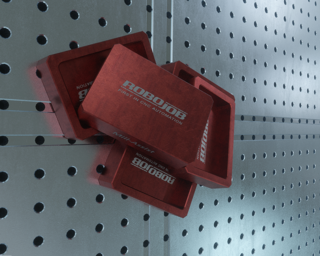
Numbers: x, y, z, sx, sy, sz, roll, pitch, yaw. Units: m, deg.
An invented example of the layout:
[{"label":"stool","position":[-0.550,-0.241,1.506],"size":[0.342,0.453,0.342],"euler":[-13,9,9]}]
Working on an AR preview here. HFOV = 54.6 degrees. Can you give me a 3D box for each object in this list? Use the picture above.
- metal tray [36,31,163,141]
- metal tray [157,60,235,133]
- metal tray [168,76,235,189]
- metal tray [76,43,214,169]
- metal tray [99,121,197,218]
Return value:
[{"label":"metal tray","position":[-0.059,-0.051,0.355],"size":[0.131,0.030,0.090],"euler":[-28,107,-36]},{"label":"metal tray","position":[0.050,-0.027,0.445],"size":[0.131,0.030,0.090],"euler":[24,75,-36]},{"label":"metal tray","position":[0.060,0.008,0.414],"size":[0.090,0.030,0.130],"euler":[25,63,-37]},{"label":"metal tray","position":[-0.012,-0.023,0.342],"size":[0.131,0.030,0.090],"euler":[28,63,-13]},{"label":"metal tray","position":[-0.004,0.054,0.402],"size":[0.130,0.030,0.090],"euler":[33,70,-35]}]
